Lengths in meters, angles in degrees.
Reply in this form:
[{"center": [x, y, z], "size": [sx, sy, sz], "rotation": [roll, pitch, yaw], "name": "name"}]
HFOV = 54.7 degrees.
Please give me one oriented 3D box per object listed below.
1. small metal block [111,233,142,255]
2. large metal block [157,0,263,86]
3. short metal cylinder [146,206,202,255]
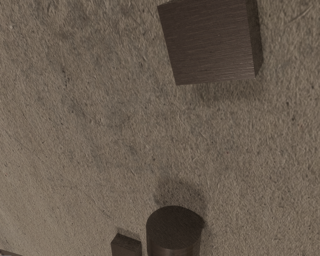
[{"center": [-0.062, 0.231, 0.580], "size": [0.050, 0.025, 0.050], "rotation": [12, 124, 21], "name": "small metal block"}, {"center": [0.053, -0.092, 0.306], "size": [0.080, 0.050, 0.080], "rotation": [-1, 118, 28], "name": "large metal block"}, {"center": [0.020, 0.163, 0.460], "size": [0.080, 0.080, 0.050], "rotation": [13, 124, 20], "name": "short metal cylinder"}]
